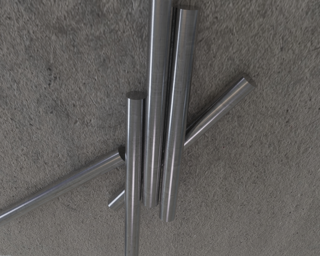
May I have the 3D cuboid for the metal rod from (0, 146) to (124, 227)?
[{"bbox_3d":[-0.174,0.102,0.492,0.300,0.025,0.025,-28,125,22],"label":"metal rod"}]

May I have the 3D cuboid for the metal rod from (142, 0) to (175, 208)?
[{"bbox_3d":[-0.006,-0.014,0.375,0.025,0.025,0.298,2,124,-2],"label":"metal rod"}]

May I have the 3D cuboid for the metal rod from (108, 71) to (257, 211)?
[{"bbox_3d":[0.014,0.035,0.436,0.025,0.025,0.299,30,124,-23],"label":"metal rod"}]

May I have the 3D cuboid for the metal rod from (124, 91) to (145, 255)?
[{"bbox_3d":[-0.039,0.087,0.449,0.025,0.025,0.298,3,122,-3],"label":"metal rod"}]

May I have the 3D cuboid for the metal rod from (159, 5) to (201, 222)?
[{"bbox_3d":[0.019,0.006,0.386,0.025,0.025,0.298,2,122,-2],"label":"metal rod"}]
